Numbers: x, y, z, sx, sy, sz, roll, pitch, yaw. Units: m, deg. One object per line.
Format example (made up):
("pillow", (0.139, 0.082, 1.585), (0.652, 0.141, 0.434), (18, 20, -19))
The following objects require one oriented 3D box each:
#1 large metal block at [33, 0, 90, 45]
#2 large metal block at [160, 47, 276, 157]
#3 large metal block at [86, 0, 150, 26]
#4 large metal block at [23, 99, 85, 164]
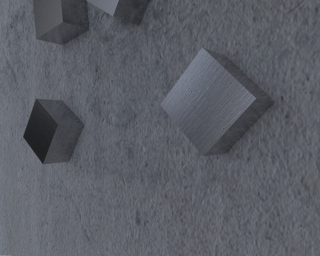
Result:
("large metal block", (-0.169, -0.197, 0.525), (0.080, 0.050, 0.080), (-11, 83, 39))
("large metal block", (0.060, -0.027, 0.338), (0.080, 0.050, 0.080), (52, 120, 27))
("large metal block", (-0.055, -0.201, 0.432), (0.080, 0.050, 0.079), (39, 114, 32))
("large metal block", (-0.186, 0.005, 0.539), (0.080, 0.050, 0.079), (41, 115, 32))
